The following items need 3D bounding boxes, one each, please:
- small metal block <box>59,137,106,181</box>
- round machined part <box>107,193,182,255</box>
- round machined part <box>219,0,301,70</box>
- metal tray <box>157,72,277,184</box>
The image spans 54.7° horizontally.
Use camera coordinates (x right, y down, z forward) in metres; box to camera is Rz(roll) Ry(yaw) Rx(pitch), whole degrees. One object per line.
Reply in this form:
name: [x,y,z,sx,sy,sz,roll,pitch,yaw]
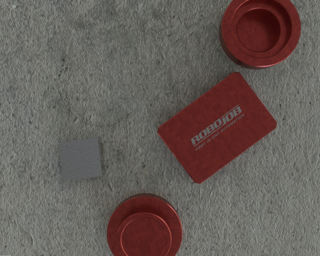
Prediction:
small metal block: [-0.102,0.040,0.409,0.050,0.025,0.050,-7,90,-1]
round machined part: [-0.020,0.138,0.401,0.099,0.042,0.097,0,90,-1]
round machined part: [0.126,-0.124,0.403,0.099,0.042,0.097,0,90,-1]
metal tray: [0.073,0.000,0.409,0.130,0.030,0.090,-37,90,-1]
